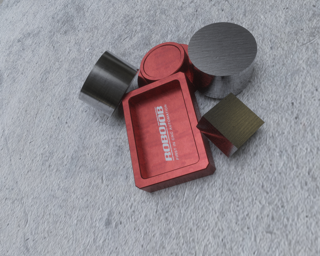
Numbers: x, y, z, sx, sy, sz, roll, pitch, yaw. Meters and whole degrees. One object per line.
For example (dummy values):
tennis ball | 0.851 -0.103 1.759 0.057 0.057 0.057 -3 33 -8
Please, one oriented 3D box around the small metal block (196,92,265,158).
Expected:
small metal block | 0.078 -0.004 0.344 0.050 0.025 0.050 -38 76 -27

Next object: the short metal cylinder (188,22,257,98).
short metal cylinder | 0.076 -0.084 0.387 0.080 0.050 0.080 -3 64 7

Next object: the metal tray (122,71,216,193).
metal tray | 0.007 0.004 0.381 0.090 0.030 0.130 -20 64 16

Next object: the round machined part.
round machined part | 0.011 -0.083 0.440 0.098 0.042 0.098 -13 56 21

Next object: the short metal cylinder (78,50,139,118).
short metal cylinder | -0.071 -0.062 0.437 0.050 0.080 0.080 31 74 -7
